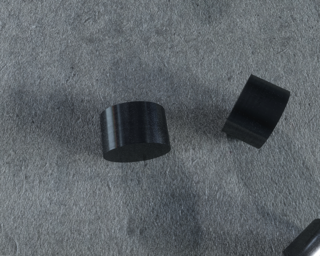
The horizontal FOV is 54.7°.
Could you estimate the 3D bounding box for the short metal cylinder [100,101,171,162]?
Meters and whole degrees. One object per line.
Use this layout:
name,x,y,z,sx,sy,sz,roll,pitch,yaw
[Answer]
short metal cylinder,-0.030,0.007,0.376,0.081,0.080,0.050,-8,70,-3

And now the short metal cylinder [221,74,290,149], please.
short metal cylinder,0.118,-0.021,0.387,0.050,0.080,0.080,27,72,9

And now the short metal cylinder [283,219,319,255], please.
short metal cylinder,0.181,0.144,0.327,0.050,0.080,0.080,-39,75,-13
